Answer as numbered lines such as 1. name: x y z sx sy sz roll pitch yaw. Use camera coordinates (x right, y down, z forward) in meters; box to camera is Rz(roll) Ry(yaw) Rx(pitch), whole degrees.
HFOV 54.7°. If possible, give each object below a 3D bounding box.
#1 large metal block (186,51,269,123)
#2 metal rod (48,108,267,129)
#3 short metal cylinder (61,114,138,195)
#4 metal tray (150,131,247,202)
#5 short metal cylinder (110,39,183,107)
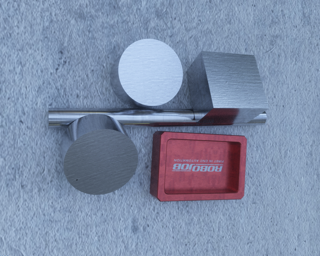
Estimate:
1. large metal block: 0.088 -0.053 0.416 0.081 0.050 0.080 -1 69 -20
2. metal rod: 0.011 -0.014 0.416 0.303 0.025 0.025 -1 91 -20
3. short metal cylinder: -0.071 0.029 0.358 0.081 0.050 0.079 -8 113 -18
4. metal tray: 0.055 0.052 0.427 0.131 0.030 0.089 4 89 -20
5. short metal cylinder: -0.018 -0.066 0.390 0.081 0.050 0.080 0 90 -20
